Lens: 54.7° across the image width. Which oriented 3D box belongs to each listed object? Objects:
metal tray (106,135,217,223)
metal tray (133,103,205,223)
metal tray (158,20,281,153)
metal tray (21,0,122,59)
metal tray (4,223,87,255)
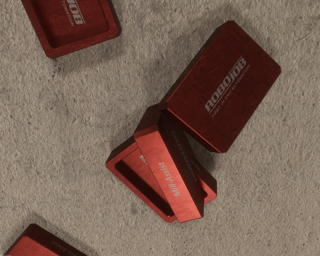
[{"bbox_3d":[0.004,0.062,0.420,0.090,0.030,0.130,-37,107,25],"label":"metal tray"},{"bbox_3d":[0.018,0.040,0.387,0.030,0.090,0.129,-20,109,18],"label":"metal tray"},{"bbox_3d":[0.072,-0.047,0.362,0.090,0.030,0.130,39,78,-13],"label":"metal tray"},{"bbox_3d":[-0.108,-0.154,0.348,0.090,0.030,0.129,-18,110,6],"label":"metal tray"},{"bbox_3d":[-0.175,0.219,0.485,0.130,0.030,0.090,38,105,-13],"label":"metal tray"}]
